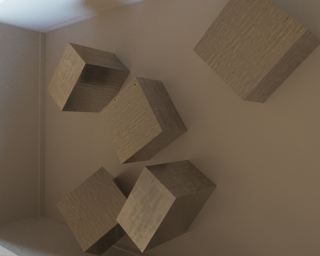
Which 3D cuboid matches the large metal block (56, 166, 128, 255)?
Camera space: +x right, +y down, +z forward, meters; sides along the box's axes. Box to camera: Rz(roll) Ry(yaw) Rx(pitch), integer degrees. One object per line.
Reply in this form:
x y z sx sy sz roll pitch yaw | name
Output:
-0.082 0.115 0.431 0.080 0.050 0.080 -40 60 -7 | large metal block

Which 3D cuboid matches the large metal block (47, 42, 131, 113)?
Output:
-0.104 -0.070 0.454 0.050 0.081 0.080 49 119 28 | large metal block

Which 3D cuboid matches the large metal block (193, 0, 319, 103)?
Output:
0.095 -0.082 0.311 0.080 0.050 0.080 -52 60 27 | large metal block

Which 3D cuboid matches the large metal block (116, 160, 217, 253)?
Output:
0.008 0.087 0.363 0.050 0.081 0.079 42 115 32 | large metal block

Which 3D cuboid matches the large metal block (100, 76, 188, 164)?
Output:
-0.024 -0.009 0.408 0.080 0.050 0.080 -39 66 32 | large metal block
